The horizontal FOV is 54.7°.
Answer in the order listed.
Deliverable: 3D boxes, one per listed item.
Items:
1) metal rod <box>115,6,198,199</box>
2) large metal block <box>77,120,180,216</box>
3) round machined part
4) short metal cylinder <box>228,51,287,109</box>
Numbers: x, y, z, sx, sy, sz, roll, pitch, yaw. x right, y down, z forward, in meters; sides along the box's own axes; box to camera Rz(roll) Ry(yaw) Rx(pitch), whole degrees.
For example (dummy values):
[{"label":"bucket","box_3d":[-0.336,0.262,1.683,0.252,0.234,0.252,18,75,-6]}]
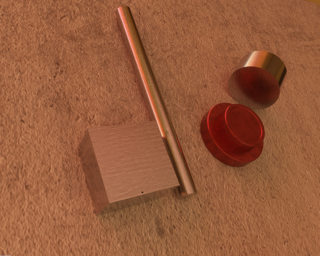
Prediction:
[{"label":"metal rod","box_3d":[-0.012,-0.050,0.427,0.025,0.025,0.299,-5,64,-31]},{"label":"large metal block","box_3d":[-0.037,0.042,0.342,0.081,0.050,0.080,-8,66,-32]},{"label":"round machined part","box_3d":[0.112,0.004,0.451,0.099,0.042,0.098,14,56,-21]},{"label":"short metal cylinder","box_3d":[0.157,-0.077,0.500,0.080,0.080,0.050,38,51,-3]}]
